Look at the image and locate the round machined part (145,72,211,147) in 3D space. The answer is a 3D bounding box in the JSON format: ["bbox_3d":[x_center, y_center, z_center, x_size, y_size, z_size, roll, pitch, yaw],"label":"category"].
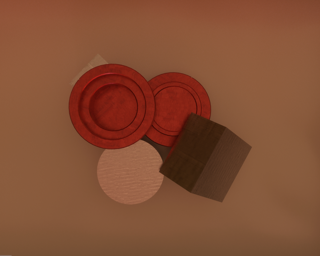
[{"bbox_3d":[0.017,-0.024,0.400,0.099,0.042,0.097,0,90,-1],"label":"round machined part"}]

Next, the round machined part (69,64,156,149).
[{"bbox_3d":[-0.054,-0.025,0.371,0.099,0.042,0.097,0,90,-1],"label":"round machined part"}]

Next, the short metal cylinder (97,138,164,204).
[{"bbox_3d":[-0.035,0.052,0.397,0.081,0.050,0.079,0,90,-1],"label":"short metal cylinder"}]

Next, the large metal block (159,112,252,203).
[{"bbox_3d":[0.058,0.038,0.376,0.050,0.080,0.080,28,89,40],"label":"large metal block"}]

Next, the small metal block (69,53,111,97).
[{"bbox_3d":[-0.083,-0.063,0.396,0.025,0.050,0.050,44,90,-1],"label":"small metal block"}]
